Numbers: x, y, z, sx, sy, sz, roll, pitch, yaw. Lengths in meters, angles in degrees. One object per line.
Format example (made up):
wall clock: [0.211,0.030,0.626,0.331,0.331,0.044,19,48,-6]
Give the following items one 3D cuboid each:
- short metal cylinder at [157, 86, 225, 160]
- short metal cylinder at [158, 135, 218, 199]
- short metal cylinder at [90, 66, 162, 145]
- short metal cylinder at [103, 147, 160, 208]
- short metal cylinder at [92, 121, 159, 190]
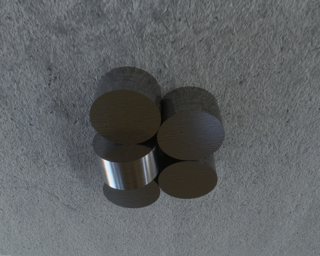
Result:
short metal cylinder: [0.037,-0.005,0.387,0.081,0.050,0.079,0,131,0]
short metal cylinder: [0.038,0.056,0.439,0.080,0.050,0.079,0,131,1]
short metal cylinder: [-0.039,-0.026,0.369,0.080,0.050,0.079,0,131,1]
short metal cylinder: [-0.039,0.073,0.454,0.080,0.050,0.079,0,131,1]
short metal cylinder: [-0.042,0.033,0.400,0.080,0.080,0.050,-2,130,2]
